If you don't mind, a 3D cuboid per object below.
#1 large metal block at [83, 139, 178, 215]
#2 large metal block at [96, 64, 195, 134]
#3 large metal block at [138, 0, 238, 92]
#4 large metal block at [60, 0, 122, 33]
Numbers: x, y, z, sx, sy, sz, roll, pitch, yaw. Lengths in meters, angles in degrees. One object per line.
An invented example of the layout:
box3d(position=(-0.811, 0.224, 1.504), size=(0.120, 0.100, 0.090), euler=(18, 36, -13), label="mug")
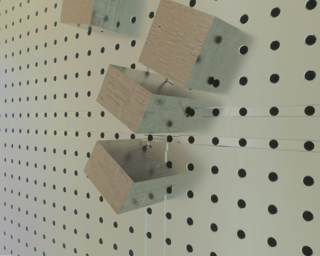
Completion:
box3d(position=(-0.038, 0.059, 0.407), size=(0.080, 0.081, 0.050), euler=(42, 116, 32), label="large metal block")
box3d(position=(-0.018, -0.035, 0.389), size=(0.080, 0.081, 0.050), euler=(38, 113, 33), label="large metal block")
box3d(position=(0.031, -0.098, 0.369), size=(0.080, 0.050, 0.080), euler=(35, 112, 34), label="large metal block")
box3d(position=(-0.106, -0.197, 0.482), size=(0.080, 0.050, 0.080), euler=(18, 102, 38), label="large metal block")
